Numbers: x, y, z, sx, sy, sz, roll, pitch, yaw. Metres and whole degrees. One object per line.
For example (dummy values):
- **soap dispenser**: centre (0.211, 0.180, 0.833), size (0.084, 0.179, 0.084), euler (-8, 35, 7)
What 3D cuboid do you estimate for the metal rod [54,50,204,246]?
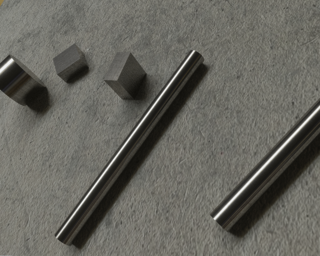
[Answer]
- **metal rod**: centre (-0.034, 0.018, 0.410), size (0.025, 0.025, 0.300), euler (27, 76, 37)

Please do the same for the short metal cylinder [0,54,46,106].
- **short metal cylinder**: centre (-0.254, -0.085, 0.554), size (0.050, 0.080, 0.080), euler (-46, 51, -3)

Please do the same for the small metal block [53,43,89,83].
- **small metal block**: centre (-0.162, -0.118, 0.562), size (0.050, 0.025, 0.050), euler (-33, 52, 7)

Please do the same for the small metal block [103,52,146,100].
- **small metal block**: centre (-0.051, -0.077, 0.462), size (0.025, 0.050, 0.050), euler (8, 66, 31)

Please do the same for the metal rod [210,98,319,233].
- **metal rod**: centre (0.165, -0.010, 0.323), size (0.300, 0.025, 0.025), euler (-45, 51, -4)
